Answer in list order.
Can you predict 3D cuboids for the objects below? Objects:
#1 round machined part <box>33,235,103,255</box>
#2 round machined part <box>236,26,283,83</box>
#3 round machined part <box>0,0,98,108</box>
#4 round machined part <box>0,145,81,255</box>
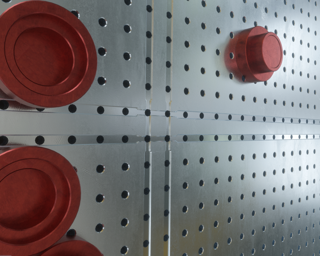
[{"bbox_3d":[-0.097,0.165,0.317,0.099,0.042,0.097,0,90,-40],"label":"round machined part"},{"bbox_3d":[0.181,-0.131,0.548,0.099,0.042,0.097,0,90,-40],"label":"round machined part"},{"bbox_3d":[-0.115,-0.068,0.301,0.099,0.042,0.097,0,90,-40],"label":"round machined part"},{"bbox_3d":[-0.129,0.065,0.290,0.099,0.042,0.097,0,90,-40],"label":"round machined part"}]
